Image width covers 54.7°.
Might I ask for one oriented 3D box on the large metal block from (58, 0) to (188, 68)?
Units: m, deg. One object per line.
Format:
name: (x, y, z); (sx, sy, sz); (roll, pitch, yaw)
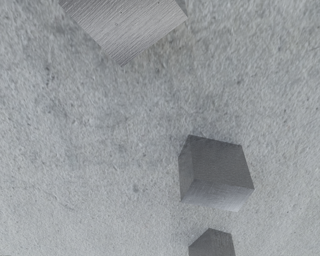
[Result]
large metal block: (-0.031, -0.118, 0.289); (0.080, 0.050, 0.080); (-31, 124, 23)

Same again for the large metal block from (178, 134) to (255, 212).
large metal block: (0.073, 0.061, 0.424); (0.081, 0.080, 0.050); (12, 129, -11)

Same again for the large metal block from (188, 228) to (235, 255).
large metal block: (0.098, 0.251, 0.586); (0.050, 0.080, 0.079); (21, 127, -17)
